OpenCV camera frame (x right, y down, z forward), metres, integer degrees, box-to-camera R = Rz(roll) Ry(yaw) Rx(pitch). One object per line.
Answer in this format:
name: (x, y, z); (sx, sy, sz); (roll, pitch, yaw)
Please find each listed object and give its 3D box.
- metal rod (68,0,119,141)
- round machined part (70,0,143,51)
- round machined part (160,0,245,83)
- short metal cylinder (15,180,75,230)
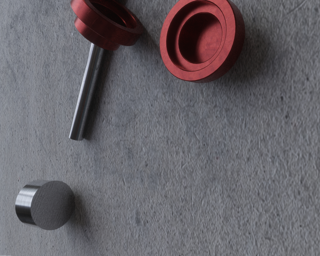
metal rod: (-0.097, -0.121, 0.481); (0.025, 0.025, 0.298); (28, 107, 36)
round machined part: (-0.075, -0.142, 0.417); (0.042, 0.099, 0.098); (-49, 62, 29)
round machined part: (0.051, -0.099, 0.351); (0.098, 0.042, 0.097); (0, 90, 39)
short metal cylinder: (-0.194, 0.129, 0.526); (0.050, 0.081, 0.080); (-6, 86, 39)
